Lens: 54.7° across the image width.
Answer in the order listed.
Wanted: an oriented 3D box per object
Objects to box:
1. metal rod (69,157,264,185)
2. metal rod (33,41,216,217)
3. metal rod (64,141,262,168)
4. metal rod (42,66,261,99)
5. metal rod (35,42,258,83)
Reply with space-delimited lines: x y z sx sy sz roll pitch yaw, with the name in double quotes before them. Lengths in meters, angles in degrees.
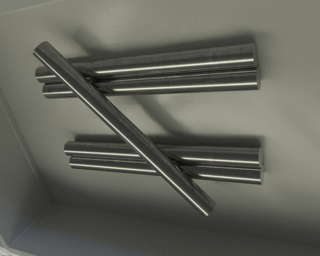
"metal rod" -0.009 0.056 0.445 0.300 0.025 0.025 0 119 28
"metal rod" -0.043 0.003 0.400 0.300 0.025 0.025 44 129 -3
"metal rod" -0.014 0.034 0.435 0.300 0.025 0.025 0 119 28
"metal rod" -0.031 -0.053 0.390 0.300 0.025 0.025 1 119 27
"metal rod" -0.037 -0.075 0.379 0.300 0.025 0.025 1 119 27
